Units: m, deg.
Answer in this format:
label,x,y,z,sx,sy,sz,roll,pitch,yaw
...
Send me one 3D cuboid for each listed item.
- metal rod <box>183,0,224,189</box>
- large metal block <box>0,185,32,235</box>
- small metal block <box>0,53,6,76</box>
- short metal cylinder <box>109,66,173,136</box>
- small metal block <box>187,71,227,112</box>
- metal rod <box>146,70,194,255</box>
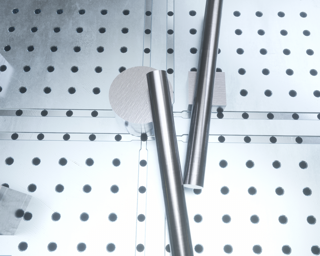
label,x,y,z,sx,sy,sz,roll,pitch,yaw
metal rod,0.061,-0.071,0.411,0.025,0.025,0.299,8,70,3
large metal block,-0.208,0.083,0.351,0.080,0.080,0.050,17,71,6
small metal block,-0.258,-0.086,0.441,0.050,0.025,0.050,8,70,3
short metal cylinder,-0.024,-0.034,0.411,0.081,0.050,0.080,0,70,0
small metal block,0.064,-0.050,0.430,0.050,0.025,0.050,1,70,0
metal rod,0.017,0.081,0.350,0.025,0.025,0.298,-8,82,-3
